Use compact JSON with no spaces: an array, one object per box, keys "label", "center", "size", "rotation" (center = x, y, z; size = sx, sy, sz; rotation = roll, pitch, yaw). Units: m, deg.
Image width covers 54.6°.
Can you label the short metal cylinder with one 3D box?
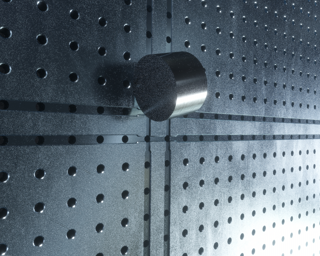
[{"label":"short metal cylinder","center":[0.011,-0.052,0.382],"size":[0.050,0.080,0.080],"rotation":[-17,101,-39]}]
